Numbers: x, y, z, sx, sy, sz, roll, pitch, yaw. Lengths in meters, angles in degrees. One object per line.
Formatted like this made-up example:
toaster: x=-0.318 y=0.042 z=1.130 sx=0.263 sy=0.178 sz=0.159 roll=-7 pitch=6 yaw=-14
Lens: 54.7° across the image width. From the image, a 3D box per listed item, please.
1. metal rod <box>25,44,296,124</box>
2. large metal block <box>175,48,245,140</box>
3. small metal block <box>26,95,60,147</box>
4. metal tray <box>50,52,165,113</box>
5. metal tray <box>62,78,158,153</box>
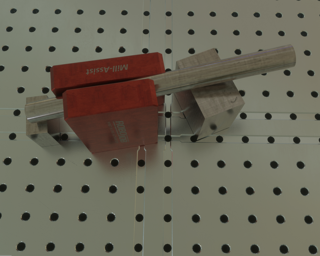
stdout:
metal rod: x=-0.004 y=-0.048 z=0.349 sx=0.302 sy=0.025 sz=0.025 roll=-12 pitch=70 yaw=5
large metal block: x=0.058 y=-0.040 z=0.397 sx=0.050 sy=0.080 sz=0.080 roll=-21 pitch=72 yaw=-8
small metal block: x=-0.150 y=-0.008 z=0.399 sx=0.025 sy=0.050 sz=0.050 roll=-8 pitch=70 yaw=-3
metal tray: x=-0.060 y=-0.052 z=0.395 sx=0.131 sy=0.090 sz=0.030 roll=-8 pitch=72 yaw=-4
metal tray: x=-0.049 y=-0.008 z=0.358 sx=0.091 sy=0.130 sz=0.030 roll=-9 pitch=71 yaw=-4
